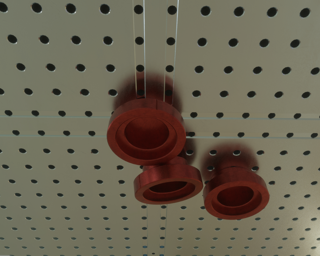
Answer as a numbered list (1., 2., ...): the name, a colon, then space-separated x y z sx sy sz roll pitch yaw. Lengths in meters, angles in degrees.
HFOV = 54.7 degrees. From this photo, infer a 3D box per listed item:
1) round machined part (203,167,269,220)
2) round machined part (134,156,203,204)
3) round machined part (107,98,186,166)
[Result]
1. round machined part: 0.116 0.099 0.487 0.099 0.042 0.097 -1 130 0
2. round machined part: 0.010 0.074 0.452 0.099 0.042 0.098 -7 147 -4
3. round machined part: -0.017 0.001 0.401 0.099 0.042 0.097 0 130 0
